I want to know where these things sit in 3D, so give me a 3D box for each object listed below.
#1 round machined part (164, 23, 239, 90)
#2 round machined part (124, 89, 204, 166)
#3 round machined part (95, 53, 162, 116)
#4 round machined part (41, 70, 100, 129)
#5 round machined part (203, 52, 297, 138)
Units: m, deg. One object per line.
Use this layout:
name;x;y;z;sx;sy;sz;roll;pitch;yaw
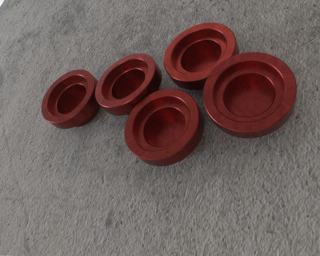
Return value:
round machined part;0.058;-0.091;0.418;0.098;0.042;0.098;-13;56;21
round machined part;0.009;0.003;0.387;0.098;0.042;0.098;-13;57;21
round machined part;-0.040;-0.057;0.445;0.098;0.042;0.098;-17;49;21
round machined part;-0.133;-0.041;0.488;0.098;0.042;0.098;-13;56;21
round machined part;0.102;-0.034;0.354;0.098;0.042;0.098;-8;66;18
